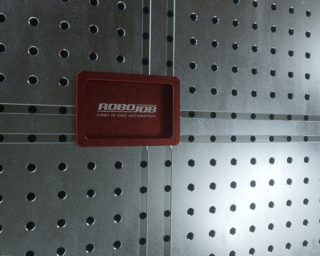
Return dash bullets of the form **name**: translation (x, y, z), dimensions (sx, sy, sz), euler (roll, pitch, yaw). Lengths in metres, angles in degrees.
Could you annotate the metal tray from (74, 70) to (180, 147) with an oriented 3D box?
- **metal tray**: translation (-0.040, -0.022, 0.394), dimensions (0.131, 0.030, 0.090), euler (0, 90, -20)
